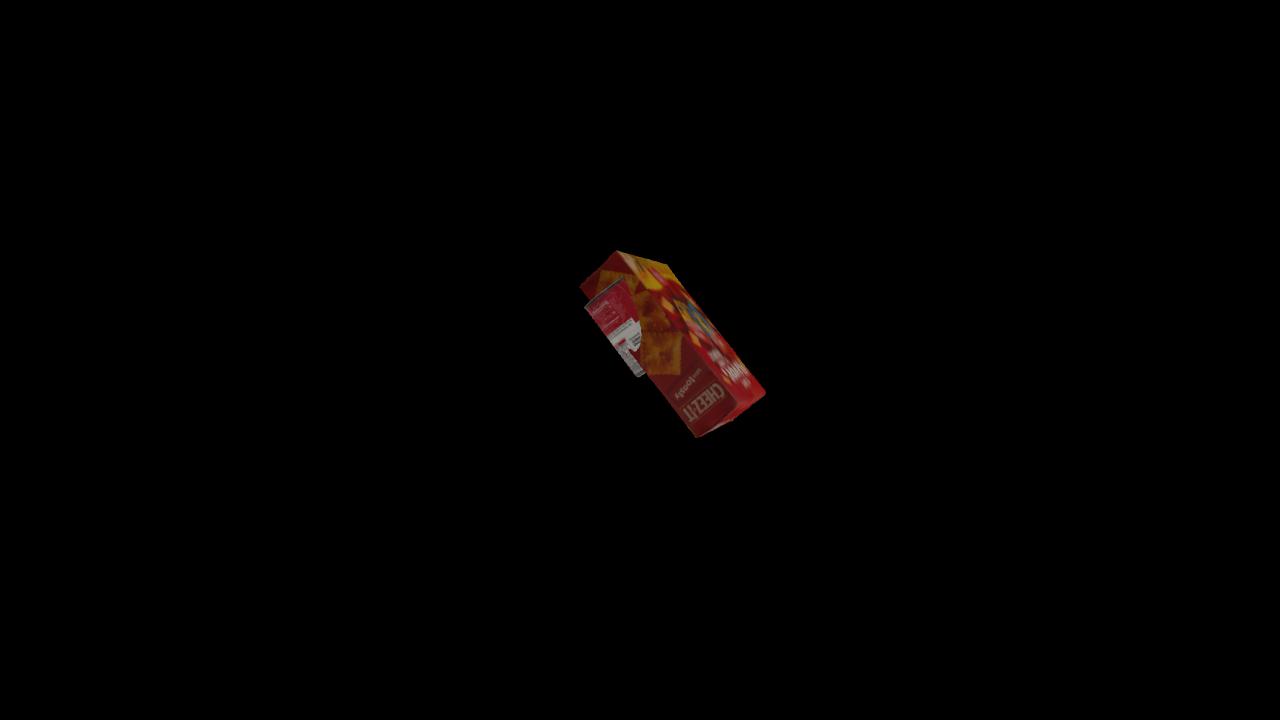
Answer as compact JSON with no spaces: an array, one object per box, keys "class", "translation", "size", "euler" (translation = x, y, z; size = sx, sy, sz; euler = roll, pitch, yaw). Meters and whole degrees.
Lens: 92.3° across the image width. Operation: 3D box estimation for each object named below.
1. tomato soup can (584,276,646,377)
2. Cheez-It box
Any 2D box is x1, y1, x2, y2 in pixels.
[{"class":"tomato soup can","translation":[-0.007,-0.039,0.701],"size":[0.068,0.101,0.068],"euler":[-36,2,2]},{"class":"Cheez-It box","translation":[0.047,-0.022,0.741],"size":[0.071,0.223,0.166],"euler":[-42,-13,19]}]
